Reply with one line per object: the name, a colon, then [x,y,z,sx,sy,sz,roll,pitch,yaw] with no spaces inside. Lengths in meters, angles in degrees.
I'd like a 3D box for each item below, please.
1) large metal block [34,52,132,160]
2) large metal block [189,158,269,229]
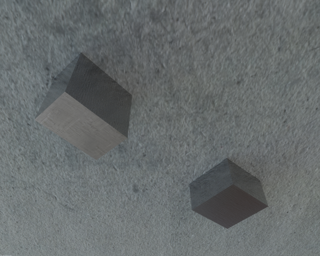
large metal block: [-0.080,-0.025,0.349,0.050,0.080,0.080,-35,122,26]
large metal block: [0.104,0.104,0.481,0.080,0.050,0.080,33,122,-26]
